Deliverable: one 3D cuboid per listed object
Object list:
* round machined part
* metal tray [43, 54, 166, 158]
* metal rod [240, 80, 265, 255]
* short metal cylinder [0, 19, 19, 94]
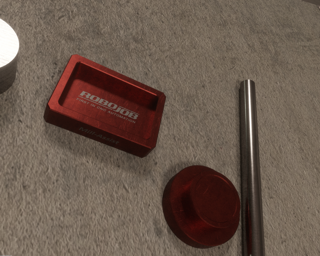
[{"bbox_3d":[0.056,0.089,0.370,0.099,0.042,0.098,14,56,-21],"label":"round machined part"},{"bbox_3d":[-0.063,-0.027,0.384,0.131,0.030,0.090,22,53,-15],"label":"metal tray"},{"bbox_3d":[0.131,0.047,0.447,0.025,0.025,0.300,21,54,-16],"label":"metal rod"},{"bbox_3d":[-0.196,-0.078,0.330,0.081,0.050,0.080,14,56,-21],"label":"short metal cylinder"}]
